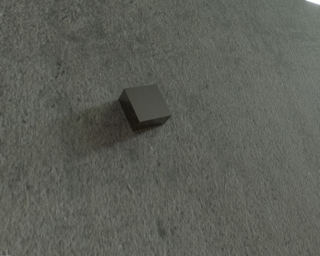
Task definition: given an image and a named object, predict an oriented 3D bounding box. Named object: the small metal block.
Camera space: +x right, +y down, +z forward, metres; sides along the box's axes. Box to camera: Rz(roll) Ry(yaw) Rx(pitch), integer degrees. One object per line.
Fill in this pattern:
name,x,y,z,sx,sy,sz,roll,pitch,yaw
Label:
small metal block,-0.020,-0.028,0.410,0.050,0.025,0.050,-13,69,-34
